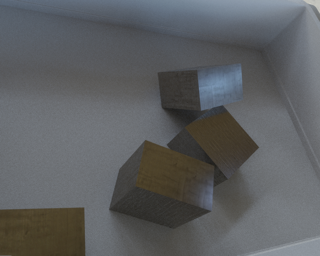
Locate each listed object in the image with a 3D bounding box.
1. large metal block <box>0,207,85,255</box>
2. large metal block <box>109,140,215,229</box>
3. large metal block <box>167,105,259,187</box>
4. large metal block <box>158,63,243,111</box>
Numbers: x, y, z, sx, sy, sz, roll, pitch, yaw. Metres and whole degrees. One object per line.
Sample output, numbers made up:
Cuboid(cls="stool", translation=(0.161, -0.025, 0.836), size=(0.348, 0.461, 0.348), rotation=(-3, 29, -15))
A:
Cuboid(cls="large metal block", translation=(-0.110, 0.101, 0.250), size=(0.081, 0.080, 0.050), rotation=(6, 59, -26))
Cuboid(cls="large metal block", translation=(0.001, 0.065, 0.333), size=(0.080, 0.080, 0.050), rotation=(22, 54, -16))
Cuboid(cls="large metal block", translation=(0.071, 0.024, 0.415), size=(0.081, 0.050, 0.080), rotation=(-33, 81, -38))
Cuboid(cls="large metal block", translation=(0.056, -0.058, 0.428), size=(0.081, 0.080, 0.050), rotation=(-15, 105, -35))
